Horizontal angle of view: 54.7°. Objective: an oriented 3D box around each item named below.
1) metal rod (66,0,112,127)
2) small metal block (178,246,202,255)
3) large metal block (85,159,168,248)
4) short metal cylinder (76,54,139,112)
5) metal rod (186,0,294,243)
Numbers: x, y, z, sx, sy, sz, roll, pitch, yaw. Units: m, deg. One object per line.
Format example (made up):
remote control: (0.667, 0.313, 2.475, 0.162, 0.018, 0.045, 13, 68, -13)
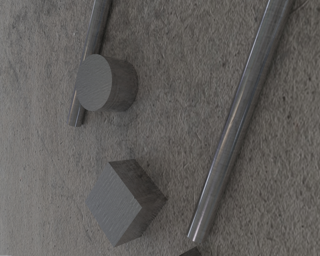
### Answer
metal rod: (-0.103, -0.145, 0.490, 0.025, 0.025, 0.298, 27, 107, 36)
small metal block: (0.034, 0.174, 0.361, 0.025, 0.050, 0.050, -48, 62, 30)
large metal block: (-0.049, 0.101, 0.429, 0.080, 0.050, 0.080, 47, 118, 29)
short metal cylinder: (-0.078, -0.064, 0.453, 0.080, 0.050, 0.080, 0, 90, 40)
metal rod: (0.085, -0.010, 0.335, 0.025, 0.025, 0.298, 27, 107, 37)
